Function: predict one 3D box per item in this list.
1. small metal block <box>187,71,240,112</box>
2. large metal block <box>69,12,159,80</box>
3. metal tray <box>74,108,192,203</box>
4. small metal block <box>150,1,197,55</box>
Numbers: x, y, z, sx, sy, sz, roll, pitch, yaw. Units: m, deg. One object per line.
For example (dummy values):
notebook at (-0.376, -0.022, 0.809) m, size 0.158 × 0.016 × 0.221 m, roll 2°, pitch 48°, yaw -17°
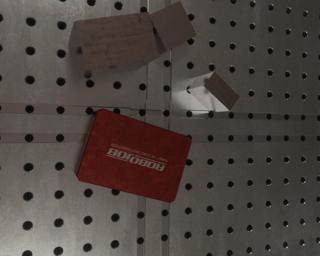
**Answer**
small metal block at (0.072, -0.048, 0.427) m, size 0.050 × 0.050 × 0.025 m, roll 41°, pitch 77°, yaw -16°
large metal block at (-0.057, -0.093, 0.363) m, size 0.081 × 0.080 × 0.050 m, roll -15°, pitch 96°, yaw -20°
metal tray at (-0.032, 0.037, 0.399) m, size 0.131 × 0.030 × 0.090 m, roll 18°, pitch 84°, yaw -20°
small metal block at (0.014, -0.135, 0.419) m, size 0.050 × 0.025 × 0.050 m, roll -31°, pitch 101°, yaw -18°
